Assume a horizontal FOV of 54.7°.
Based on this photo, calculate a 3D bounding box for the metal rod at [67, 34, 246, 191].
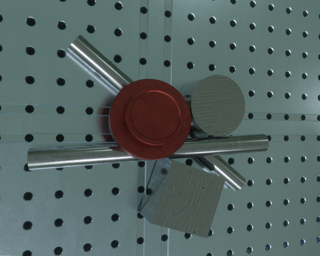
[{"bbox_3d":[0.006,-0.011,0.416,0.300,0.025,0.025,40,77,-16],"label":"metal rod"}]

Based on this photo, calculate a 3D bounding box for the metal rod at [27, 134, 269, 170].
[{"bbox_3d":[-0.004,0.028,0.392,0.302,0.025,0.025,-3,91,-13],"label":"metal rod"}]

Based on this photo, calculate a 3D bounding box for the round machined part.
[{"bbox_3d":[-0.009,-0.011,0.365,0.099,0.042,0.097,2,81,-14],"label":"round machined part"}]

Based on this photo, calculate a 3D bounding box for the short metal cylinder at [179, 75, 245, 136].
[{"bbox_3d":[0.068,-0.029,0.425,0.081,0.050,0.079,0,90,-21],"label":"short metal cylinder"}]

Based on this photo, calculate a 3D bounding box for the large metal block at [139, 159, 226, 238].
[{"bbox_3d":[0.029,0.089,0.409,0.080,0.050,0.080,21,83,-19],"label":"large metal block"}]
